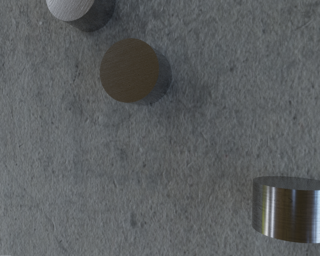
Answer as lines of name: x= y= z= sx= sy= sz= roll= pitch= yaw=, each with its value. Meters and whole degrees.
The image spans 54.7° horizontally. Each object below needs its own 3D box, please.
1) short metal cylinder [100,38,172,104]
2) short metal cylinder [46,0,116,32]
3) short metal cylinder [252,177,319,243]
short metal cylinder: x=-0.031 y=-0.071 z=0.406 sx=0.080 sy=0.050 sz=0.079 roll=0 pitch=90 yaw=19
short metal cylinder: x=-0.110 y=-0.182 z=0.433 sx=0.080 sy=0.050 sz=0.079 roll=0 pitch=90 yaw=19
short metal cylinder: x=0.141 y=0.083 z=0.330 sx=0.080 sy=0.080 sz=0.050 roll=1 pitch=91 yaw=19
